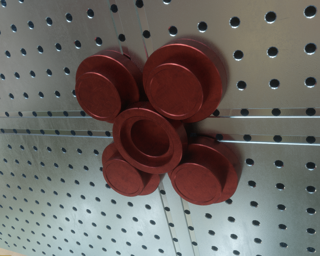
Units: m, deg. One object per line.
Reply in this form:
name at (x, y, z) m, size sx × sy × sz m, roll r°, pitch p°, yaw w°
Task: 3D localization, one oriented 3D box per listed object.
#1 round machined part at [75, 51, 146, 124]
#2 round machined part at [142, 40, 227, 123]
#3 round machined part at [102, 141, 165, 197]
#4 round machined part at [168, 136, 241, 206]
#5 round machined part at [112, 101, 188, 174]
round machined part at (-0.071, -0.047, 0.406) m, size 0.098 × 0.042 × 0.097 m, roll 13°, pitch 124°, yaw 20°
round machined part at (0.023, -0.048, 0.357) m, size 0.098 × 0.042 × 0.097 m, roll 13°, pitch 124°, yaw 20°
round machined part at (-0.046, 0.064, 0.462) m, size 0.098 × 0.042 × 0.097 m, roll 13°, pitch 124°, yaw 20°
round machined part at (0.053, 0.063, 0.409) m, size 0.098 × 0.042 × 0.097 m, roll 13°, pitch 124°, yaw 20°
round machined part at (-0.009, 0.009, 0.407) m, size 0.098 × 0.042 × 0.097 m, roll 13°, pitch 124°, yaw 20°
